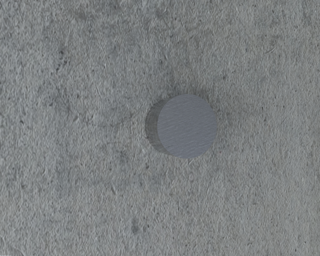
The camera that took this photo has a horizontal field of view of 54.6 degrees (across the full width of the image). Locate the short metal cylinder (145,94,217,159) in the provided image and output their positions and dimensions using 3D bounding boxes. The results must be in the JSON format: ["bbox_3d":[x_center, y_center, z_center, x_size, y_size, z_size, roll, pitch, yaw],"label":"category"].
[{"bbox_3d":[0.026,-0.002,0.405,0.081,0.050,0.080,0,90,-20],"label":"short metal cylinder"}]
